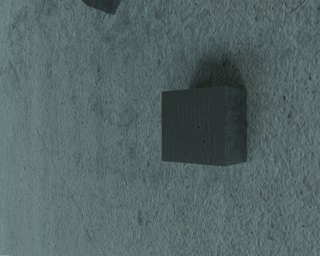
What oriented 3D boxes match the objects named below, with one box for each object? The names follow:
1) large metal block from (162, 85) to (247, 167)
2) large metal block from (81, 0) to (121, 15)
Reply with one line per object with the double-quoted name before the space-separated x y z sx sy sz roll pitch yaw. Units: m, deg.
"large metal block" 0.049 -0.002 0.348 0.080 0.050 0.080 0 90 40
"large metal block" -0.091 -0.231 0.464 0.080 0.050 0.080 48 118 29
